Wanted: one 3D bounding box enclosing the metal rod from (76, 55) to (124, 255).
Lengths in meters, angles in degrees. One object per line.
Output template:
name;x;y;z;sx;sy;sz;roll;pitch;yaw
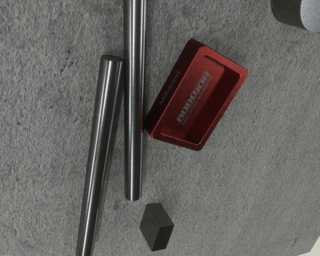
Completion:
metal rod;-0.082;0.056;0.397;0.025;0.025;0.298;-2;119;-28

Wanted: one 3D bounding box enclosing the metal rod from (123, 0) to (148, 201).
metal rod;-0.031;-0.032;0.371;0.025;0.025;0.298;-11;123;-23

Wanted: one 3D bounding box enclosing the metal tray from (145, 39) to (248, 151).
metal tray;0.047;-0.038;0.407;0.091;0.030;0.129;18;109;-36

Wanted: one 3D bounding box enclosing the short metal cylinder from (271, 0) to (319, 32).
short metal cylinder;0.190;-0.168;0.393;0.081;0.050;0.079;-14;125;-21

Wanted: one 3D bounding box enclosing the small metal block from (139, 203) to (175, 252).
small metal block;-0.006;0.154;0.485;0.025;0.050;0.050;1;118;-30
